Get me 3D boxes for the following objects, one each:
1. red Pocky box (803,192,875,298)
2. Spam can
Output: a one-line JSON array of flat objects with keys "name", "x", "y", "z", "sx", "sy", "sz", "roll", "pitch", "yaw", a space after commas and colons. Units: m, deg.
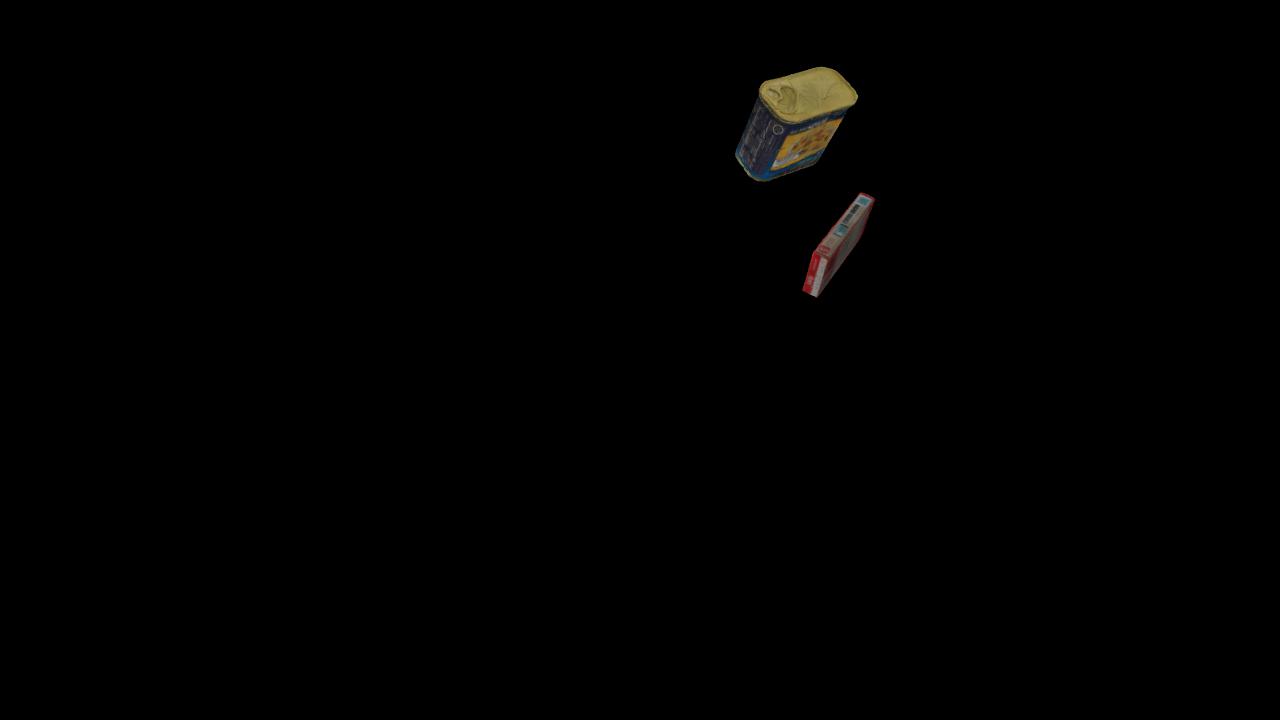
[{"name": "red Pocky box", "x": 0.291, "y": -0.169, "z": 0.901, "sx": 0.028, "sy": 0.155, "sz": 0.083, "roll": 30, "pitch": -29, "yaw": 21}, {"name": "Spam can", "x": 0.156, "y": -0.239, "z": 0.629, "sx": 0.101, "sy": 0.058, "sz": 0.085, "roll": -23, "pitch": -21, "yaw": -21}]
